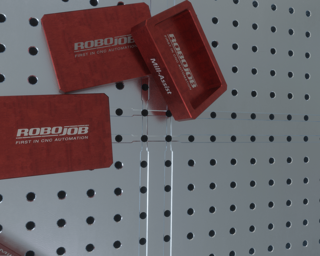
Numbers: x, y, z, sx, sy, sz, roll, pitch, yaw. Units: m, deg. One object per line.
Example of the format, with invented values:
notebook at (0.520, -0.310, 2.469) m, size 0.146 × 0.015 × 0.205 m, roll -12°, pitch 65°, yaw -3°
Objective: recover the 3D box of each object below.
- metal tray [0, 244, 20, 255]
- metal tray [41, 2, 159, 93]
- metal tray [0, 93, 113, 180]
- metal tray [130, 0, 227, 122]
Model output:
metal tray at (-0.187, 0.184, 0.341) m, size 0.130 × 0.030 × 0.090 m, roll 41°, pitch 77°, yaw -16°
metal tray at (-0.069, -0.099, 0.384) m, size 0.131 × 0.030 × 0.090 m, roll -15°, pitch 95°, yaw -19°
metal tray at (-0.125, 0.007, 0.364) m, size 0.131 × 0.030 × 0.090 m, roll -4°, pitch 92°, yaw -20°
metal tray at (0.029, -0.085, 0.396) m, size 0.090 × 0.030 × 0.130 m, roll -41°, pitch 111°, yaw -36°
